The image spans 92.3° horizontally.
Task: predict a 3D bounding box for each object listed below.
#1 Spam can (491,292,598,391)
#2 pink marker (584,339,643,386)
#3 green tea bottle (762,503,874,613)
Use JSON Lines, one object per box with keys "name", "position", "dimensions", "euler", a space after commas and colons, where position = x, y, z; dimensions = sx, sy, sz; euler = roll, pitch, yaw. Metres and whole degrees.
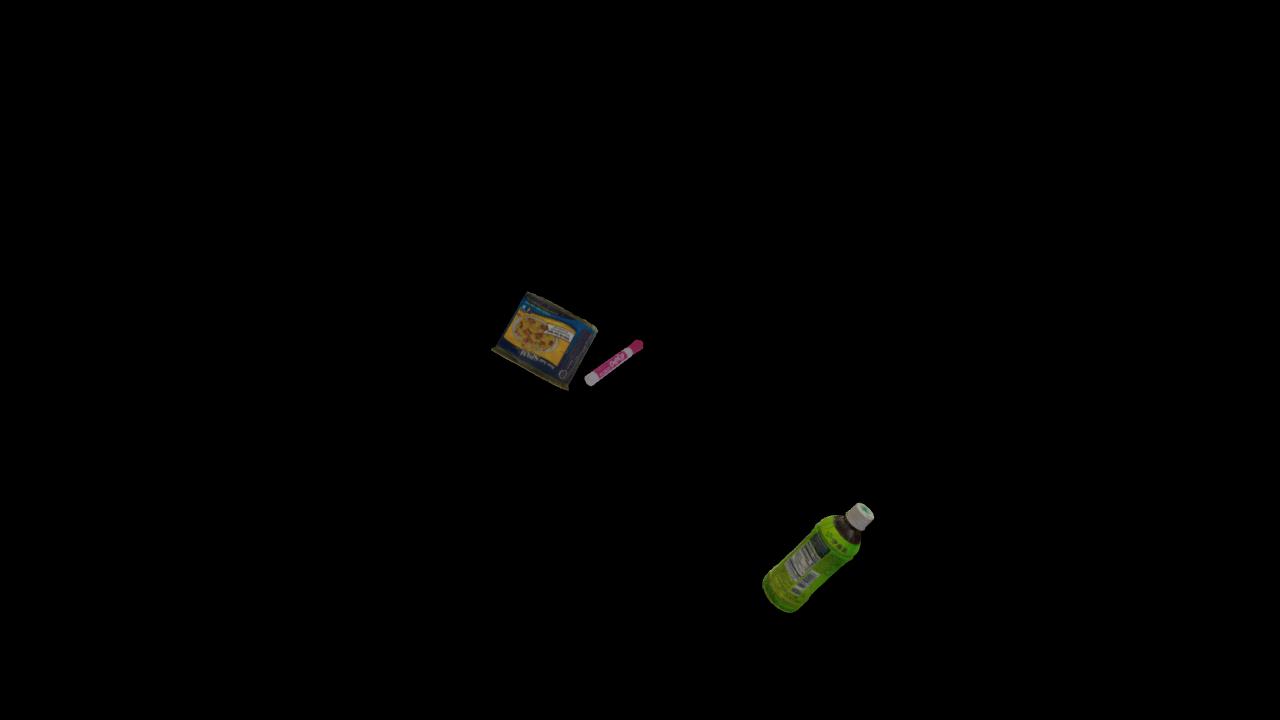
{"name": "Spam can", "position": [-0.113, -0.024, 0.743], "dimensions": [0.101, 0.085, 0.058], "euler": [28, -3, 12]}
{"name": "pink marker", "position": [-0.038, 0.002, 0.974], "dimensions": [0.121, 0.020, 0.020], "euler": [-37, 22, -32]}
{"name": "green tea bottle", "position": [0.269, 0.292, 0.917], "dimensions": [0.073, 0.212, 0.073], "euler": [24, 31, -16]}
